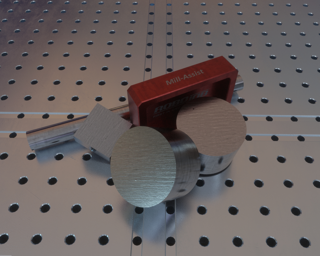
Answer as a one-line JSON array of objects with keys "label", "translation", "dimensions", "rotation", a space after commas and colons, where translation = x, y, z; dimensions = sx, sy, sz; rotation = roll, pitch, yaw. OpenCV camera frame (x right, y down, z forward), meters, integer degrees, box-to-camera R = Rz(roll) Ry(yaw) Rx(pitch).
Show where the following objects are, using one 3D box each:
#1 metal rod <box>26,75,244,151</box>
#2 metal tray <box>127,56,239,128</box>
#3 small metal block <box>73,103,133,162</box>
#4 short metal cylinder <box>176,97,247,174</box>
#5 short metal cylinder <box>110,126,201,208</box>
[{"label": "metal rod", "translation": [-0.023, -0.026, 0.424], "dimensions": [0.302, 0.025, 0.025], "rotation": [-17, 52, -14]}, {"label": "metal tray", "translation": [0.028, -0.029, 0.385], "dimensions": [0.131, 0.089, 0.030], "rotation": [-21, 53, -17]}, {"label": "small metal block", "translation": [-0.069, 0.006, 0.381], "dimensions": [0.050, 0.025, 0.050], "rotation": [32, 71, 1]}, {"label": "short metal cylinder", "translation": [0.057, 0.009, 0.373], "dimensions": [0.081, 0.050, 0.080], "rotation": [2, 58, -4]}, {"label": "short metal cylinder", "translation": [-0.005, 0.039, 0.326], "dimensions": [0.080, 0.080, 0.050], "rotation": [40, 19, 28]}]
